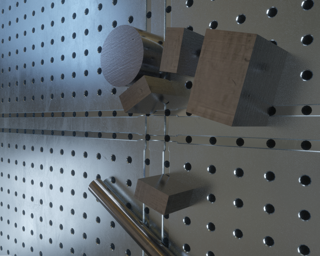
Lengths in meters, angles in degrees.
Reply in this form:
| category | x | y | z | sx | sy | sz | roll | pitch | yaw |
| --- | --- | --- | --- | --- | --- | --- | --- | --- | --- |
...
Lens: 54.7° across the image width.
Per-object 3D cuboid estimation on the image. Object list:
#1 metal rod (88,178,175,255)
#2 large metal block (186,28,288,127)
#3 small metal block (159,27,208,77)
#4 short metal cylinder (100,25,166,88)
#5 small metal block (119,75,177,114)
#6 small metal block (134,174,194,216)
| category | x | y | z | sx | sy | sz | roll | pitch | yaw |
| --- | --- | --- | --- | --- | --- | --- | --- | --- | --- |
| metal rod | -0.002 | 0.164 | 0.408 | 0.300 | 0.025 | 0.025 | 36 | 112 | 33 |
| large metal block | 0.078 | -0.047 | 0.308 | 0.050 | 0.081 | 0.079 | 21 | 103 | 38 |
| small metal block | 0.029 | -0.088 | 0.368 | 0.025 | 0.050 | 0.050 | 16 | 100 | 38 |
| short metal cylinder | -0.035 | -0.093 | 0.420 | 0.080 | 0.050 | 0.079 | 0 | 90 | 39 |
| small metal block | -0.016 | -0.042 | 0.404 | 0.050 | 0.050 | 0.025 | -34 | 70 | 35 |
| small metal block | 0.005 | 0.082 | 0.387 | 0.050 | 0.050 | 0.025 | 21 | 103 | 38 |
